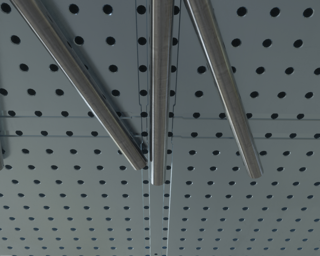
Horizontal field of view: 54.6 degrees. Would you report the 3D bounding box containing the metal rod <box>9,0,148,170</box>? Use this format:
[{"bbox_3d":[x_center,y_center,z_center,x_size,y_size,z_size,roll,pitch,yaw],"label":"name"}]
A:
[{"bbox_3d":[-0.090,-0.052,0.366,0.025,0.025,0.299,-19,128,15],"label":"metal rod"}]

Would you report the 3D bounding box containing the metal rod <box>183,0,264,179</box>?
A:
[{"bbox_3d":[0.085,-0.038,0.379,0.025,0.025,0.299,-18,128,15],"label":"metal rod"}]

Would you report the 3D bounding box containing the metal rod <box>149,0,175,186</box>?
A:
[{"bbox_3d":[0.000,-0.034,0.382,0.025,0.025,0.298,1,130,-1],"label":"metal rod"}]

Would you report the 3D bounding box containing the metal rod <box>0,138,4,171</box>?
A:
[{"bbox_3d":[-0.211,-0.055,0.363,0.025,0.025,0.298,10,130,-8],"label":"metal rod"}]
